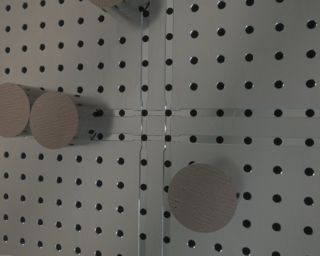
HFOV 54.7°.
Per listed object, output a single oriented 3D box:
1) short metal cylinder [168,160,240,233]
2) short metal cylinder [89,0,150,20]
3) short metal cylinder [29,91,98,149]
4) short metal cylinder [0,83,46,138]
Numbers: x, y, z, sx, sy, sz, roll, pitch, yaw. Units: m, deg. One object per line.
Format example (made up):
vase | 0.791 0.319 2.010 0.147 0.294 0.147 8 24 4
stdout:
short metal cylinder | 0.056 0.081 0.379 0.080 0.050 0.079 0 90 19
short metal cylinder | -0.057 -0.194 0.418 0.080 0.050 0.079 0 90 19
short metal cylinder | -0.138 -0.011 0.446 0.080 0.050 0.079 0 90 19
short metal cylinder | -0.212 -0.026 0.472 0.080 0.050 0.079 0 90 20
